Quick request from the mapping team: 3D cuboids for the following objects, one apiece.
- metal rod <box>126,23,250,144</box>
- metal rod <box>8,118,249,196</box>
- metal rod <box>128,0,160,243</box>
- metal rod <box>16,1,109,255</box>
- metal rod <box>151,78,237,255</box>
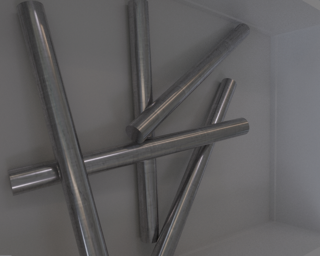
[{"bbox_3d":[0.056,-0.079,0.433,0.301,0.025,0.025,-46,118,-37],"label":"metal rod"},{"bbox_3d":[-0.011,0.024,0.365,0.303,0.025,0.025,-12,98,-30],"label":"metal rod"},{"bbox_3d":[-0.020,-0.006,0.389,0.025,0.025,0.298,-5,93,-40],"label":"metal rod"},{"bbox_3d":[-0.087,0.026,0.294,0.025,0.025,0.298,-13,86,-39],"label":"metal rod"},{"bbox_3d":[0.054,0.049,0.433,0.025,0.025,0.300,44,58,-32],"label":"metal rod"}]
